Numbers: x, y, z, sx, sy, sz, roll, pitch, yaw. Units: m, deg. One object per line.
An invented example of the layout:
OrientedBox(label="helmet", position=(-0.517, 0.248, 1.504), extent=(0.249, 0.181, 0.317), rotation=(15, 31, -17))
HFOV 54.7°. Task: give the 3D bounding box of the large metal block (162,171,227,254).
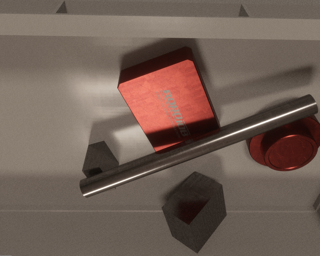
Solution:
OrientedBox(label="large metal block", position=(0.056, 0.128, 0.475), extent=(0.050, 0.080, 0.080), rotation=(23, 143, 38))

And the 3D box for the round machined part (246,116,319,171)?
OrientedBox(label="round machined part", position=(0.170, 0.021, 0.419), extent=(0.099, 0.042, 0.097), rotation=(-1, 130, 0))

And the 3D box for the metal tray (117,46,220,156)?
OrientedBox(label="metal tray", position=(0.017, -0.025, 0.384), extent=(0.090, 0.030, 0.130), rotation=(-18, 128, 14))

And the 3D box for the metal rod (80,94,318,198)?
OrientedBox(label="metal rod", position=(0.041, 0.025, 0.385), extent=(0.301, 0.025, 0.025), rotation=(-21, 128, 8))

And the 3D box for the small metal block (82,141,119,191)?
OrientedBox(label="small metal block", position=(-0.082, 0.055, 0.438), extent=(0.025, 0.050, 0.050), rotation=(-16, 129, 13))
